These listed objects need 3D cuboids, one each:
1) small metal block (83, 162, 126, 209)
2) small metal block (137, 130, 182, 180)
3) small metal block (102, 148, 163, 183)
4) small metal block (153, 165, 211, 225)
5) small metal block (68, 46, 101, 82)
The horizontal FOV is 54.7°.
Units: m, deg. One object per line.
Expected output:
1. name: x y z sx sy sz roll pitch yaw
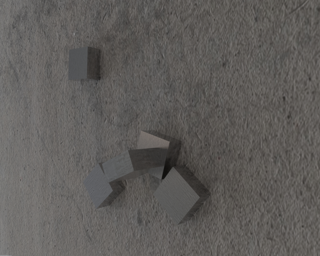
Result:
1. small metal block: -0.087 0.087 0.477 0.050 0.025 0.050 -48 62 29
2. small metal block: -0.004 0.034 0.408 0.050 0.025 0.050 20 103 38
3. small metal block: -0.034 0.046 0.385 0.050 0.050 0.025 -29 72 37
4. small metal block: 0.026 0.082 0.383 0.050 0.025 0.050 47 118 29
5. small metal block: -0.124 -0.104 0.508 0.050 0.025 0.050 4 92 40
